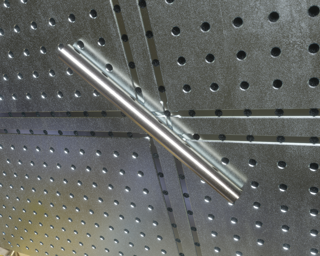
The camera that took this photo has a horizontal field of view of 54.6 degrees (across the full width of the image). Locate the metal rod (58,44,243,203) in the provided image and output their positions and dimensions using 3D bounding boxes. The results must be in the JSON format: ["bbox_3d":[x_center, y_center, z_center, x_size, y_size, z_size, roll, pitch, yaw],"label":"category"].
[{"bbox_3d":[-0.013,-0.006,0.415,0.300,0.025,0.025,40,129,0],"label":"metal rod"}]
